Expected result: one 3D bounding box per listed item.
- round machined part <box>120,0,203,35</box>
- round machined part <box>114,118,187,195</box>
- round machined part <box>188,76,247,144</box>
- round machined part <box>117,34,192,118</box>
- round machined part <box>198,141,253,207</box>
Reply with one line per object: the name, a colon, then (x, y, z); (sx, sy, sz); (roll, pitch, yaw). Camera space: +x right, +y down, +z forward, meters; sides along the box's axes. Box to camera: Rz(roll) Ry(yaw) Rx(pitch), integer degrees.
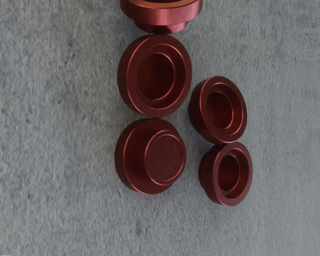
round machined part: (0.002, -0.149, 0.373); (0.098, 0.098, 0.042); (-44, 152, -32)
round machined part: (-0.005, 0.036, 0.392); (0.099, 0.042, 0.097); (0, 90, -40)
round machined part: (0.080, -0.024, 0.456); (0.099, 0.042, 0.098); (9, 75, -36)
round machined part: (-0.010, -0.064, 0.378); (0.099, 0.042, 0.097); (-13, 111, -37)
round machined part: (0.098, 0.068, 0.478); (0.099, 0.042, 0.097); (0, 91, -40)
